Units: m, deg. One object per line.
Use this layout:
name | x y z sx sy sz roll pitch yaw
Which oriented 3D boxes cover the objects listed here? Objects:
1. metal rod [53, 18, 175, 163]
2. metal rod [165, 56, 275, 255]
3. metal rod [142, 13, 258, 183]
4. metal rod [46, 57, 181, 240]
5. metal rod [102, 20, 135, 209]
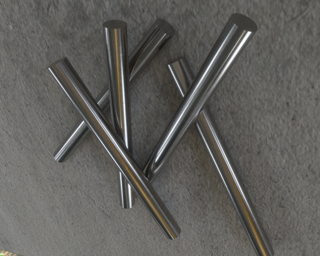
metal rod | -0.080 -0.031 0.428 0.025 0.025 0.299 45 129 -4
metal rod | 0.083 0.051 0.393 0.025 0.025 0.299 -16 111 34
metal rod | 0.021 0.000 0.366 0.025 0.025 0.298 35 138 5
metal rod | -0.047 0.044 0.407 0.025 0.025 0.299 -12 122 33
metal rod | -0.050 0.008 0.414 0.025 0.025 0.298 17 132 18
